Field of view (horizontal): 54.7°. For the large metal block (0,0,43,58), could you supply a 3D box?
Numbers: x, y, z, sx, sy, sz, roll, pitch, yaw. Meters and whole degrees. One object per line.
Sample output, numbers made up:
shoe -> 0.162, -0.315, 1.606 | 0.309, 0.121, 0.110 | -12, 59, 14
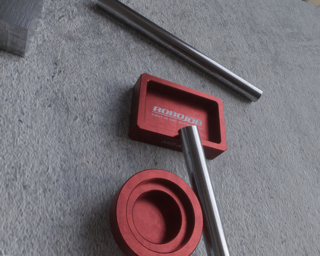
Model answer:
large metal block -> -0.192, -0.143, 0.372 | 0.081, 0.050, 0.080 | 16, 55, -19

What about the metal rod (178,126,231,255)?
metal rod -> 0.064, 0.140, 0.334 | 0.025, 0.025, 0.299 | -1, 69, -29

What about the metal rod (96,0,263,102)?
metal rod -> 0.037, -0.127, 0.502 | 0.301, 0.025, 0.025 | 29, 52, -10

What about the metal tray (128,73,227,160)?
metal tray -> 0.026, -0.015, 0.425 | 0.131, 0.030, 0.090 | 16, 55, -20

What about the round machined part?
round machined part -> -0.007, 0.097, 0.331 | 0.099, 0.042, 0.098 | 14, 56, -21
